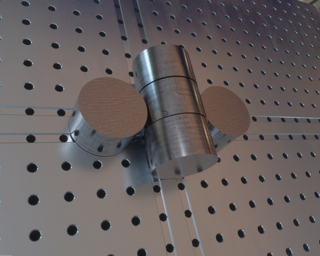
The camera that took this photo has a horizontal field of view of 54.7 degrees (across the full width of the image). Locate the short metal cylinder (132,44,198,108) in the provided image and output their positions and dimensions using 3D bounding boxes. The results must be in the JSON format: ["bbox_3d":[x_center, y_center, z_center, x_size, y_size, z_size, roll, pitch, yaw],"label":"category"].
[{"bbox_3d":[0.006,-0.066,0.417,0.081,0.080,0.050,3,61,-27],"label":"short metal cylinder"}]

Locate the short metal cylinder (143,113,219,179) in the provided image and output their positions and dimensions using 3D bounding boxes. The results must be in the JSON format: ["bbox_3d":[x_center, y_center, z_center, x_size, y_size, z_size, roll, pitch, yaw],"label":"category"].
[{"bbox_3d":[0.024,0.024,0.372,0.081,0.080,0.050,1,61,-28],"label":"short metal cylinder"}]

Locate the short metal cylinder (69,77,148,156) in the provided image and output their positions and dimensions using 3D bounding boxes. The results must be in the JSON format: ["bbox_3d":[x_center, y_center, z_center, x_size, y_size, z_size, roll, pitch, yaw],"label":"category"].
[{"bbox_3d":[-0.062,-0.013,0.367,0.081,0.050,0.080,14,56,-21],"label":"short metal cylinder"}]

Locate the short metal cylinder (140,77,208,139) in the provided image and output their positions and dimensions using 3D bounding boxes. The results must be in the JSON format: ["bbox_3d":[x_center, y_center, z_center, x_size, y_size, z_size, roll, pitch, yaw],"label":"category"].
[{"bbox_3d":[0.015,-0.021,0.395,0.081,0.080,0.050,2,61,-28],"label":"short metal cylinder"}]

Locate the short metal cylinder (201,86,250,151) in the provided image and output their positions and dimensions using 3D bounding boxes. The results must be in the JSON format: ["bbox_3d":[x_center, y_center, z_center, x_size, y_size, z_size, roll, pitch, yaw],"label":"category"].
[{"bbox_3d":[0.081,-0.013,0.445,0.081,0.050,0.080,14,56,-21],"label":"short metal cylinder"}]
